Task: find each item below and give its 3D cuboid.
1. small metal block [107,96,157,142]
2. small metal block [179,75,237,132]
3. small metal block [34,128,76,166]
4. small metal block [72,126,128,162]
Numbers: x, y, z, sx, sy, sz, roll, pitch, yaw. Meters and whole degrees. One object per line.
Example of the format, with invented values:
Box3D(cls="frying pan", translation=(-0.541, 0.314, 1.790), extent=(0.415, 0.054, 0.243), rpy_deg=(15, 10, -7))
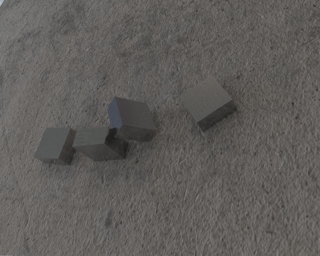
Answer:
Box3D(cls="small metal block", translation=(-0.038, -0.011, 0.411), extent=(0.025, 0.050, 0.050), rpy_deg=(-52, 43, 35))
Box3D(cls="small metal block", translation=(0.060, -0.031, 0.391), extent=(0.050, 0.025, 0.050), rpy_deg=(-34, 51, 6))
Box3D(cls="small metal block", translation=(-0.155, 0.027, 0.468), extent=(0.050, 0.025, 0.050), rpy_deg=(1, 62, 28))
Box3D(cls="small metal block", translation=(-0.079, 0.022, 0.416), extent=(0.050, 0.050, 0.025), rpy_deg=(-7, 59, 25))
